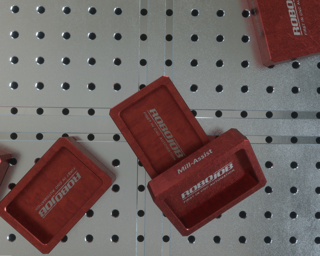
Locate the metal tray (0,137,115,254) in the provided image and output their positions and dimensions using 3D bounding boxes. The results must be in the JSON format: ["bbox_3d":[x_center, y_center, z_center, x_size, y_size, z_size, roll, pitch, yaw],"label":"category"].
[{"bbox_3d":[-0.135,0.086,0.409,0.090,0.030,0.130,42,90,-1],"label":"metal tray"}]

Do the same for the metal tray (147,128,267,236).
[{"bbox_3d":[0.061,0.070,0.389,0.130,0.030,0.090,-33,124,0],"label":"metal tray"}]

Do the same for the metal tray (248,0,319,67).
[{"bbox_3d":[0.172,-0.156,0.413,0.091,0.030,0.129,-14,90,-1],"label":"metal tray"}]

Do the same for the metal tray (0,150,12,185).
[{"bbox_3d":[-0.278,0.053,0.407,0.131,0.030,0.090,23,90,-1],"label":"metal tray"}]

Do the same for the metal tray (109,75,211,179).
[{"bbox_3d":[0.006,0.008,0.410,0.090,0.030,0.130,-33,90,-1],"label":"metal tray"}]
